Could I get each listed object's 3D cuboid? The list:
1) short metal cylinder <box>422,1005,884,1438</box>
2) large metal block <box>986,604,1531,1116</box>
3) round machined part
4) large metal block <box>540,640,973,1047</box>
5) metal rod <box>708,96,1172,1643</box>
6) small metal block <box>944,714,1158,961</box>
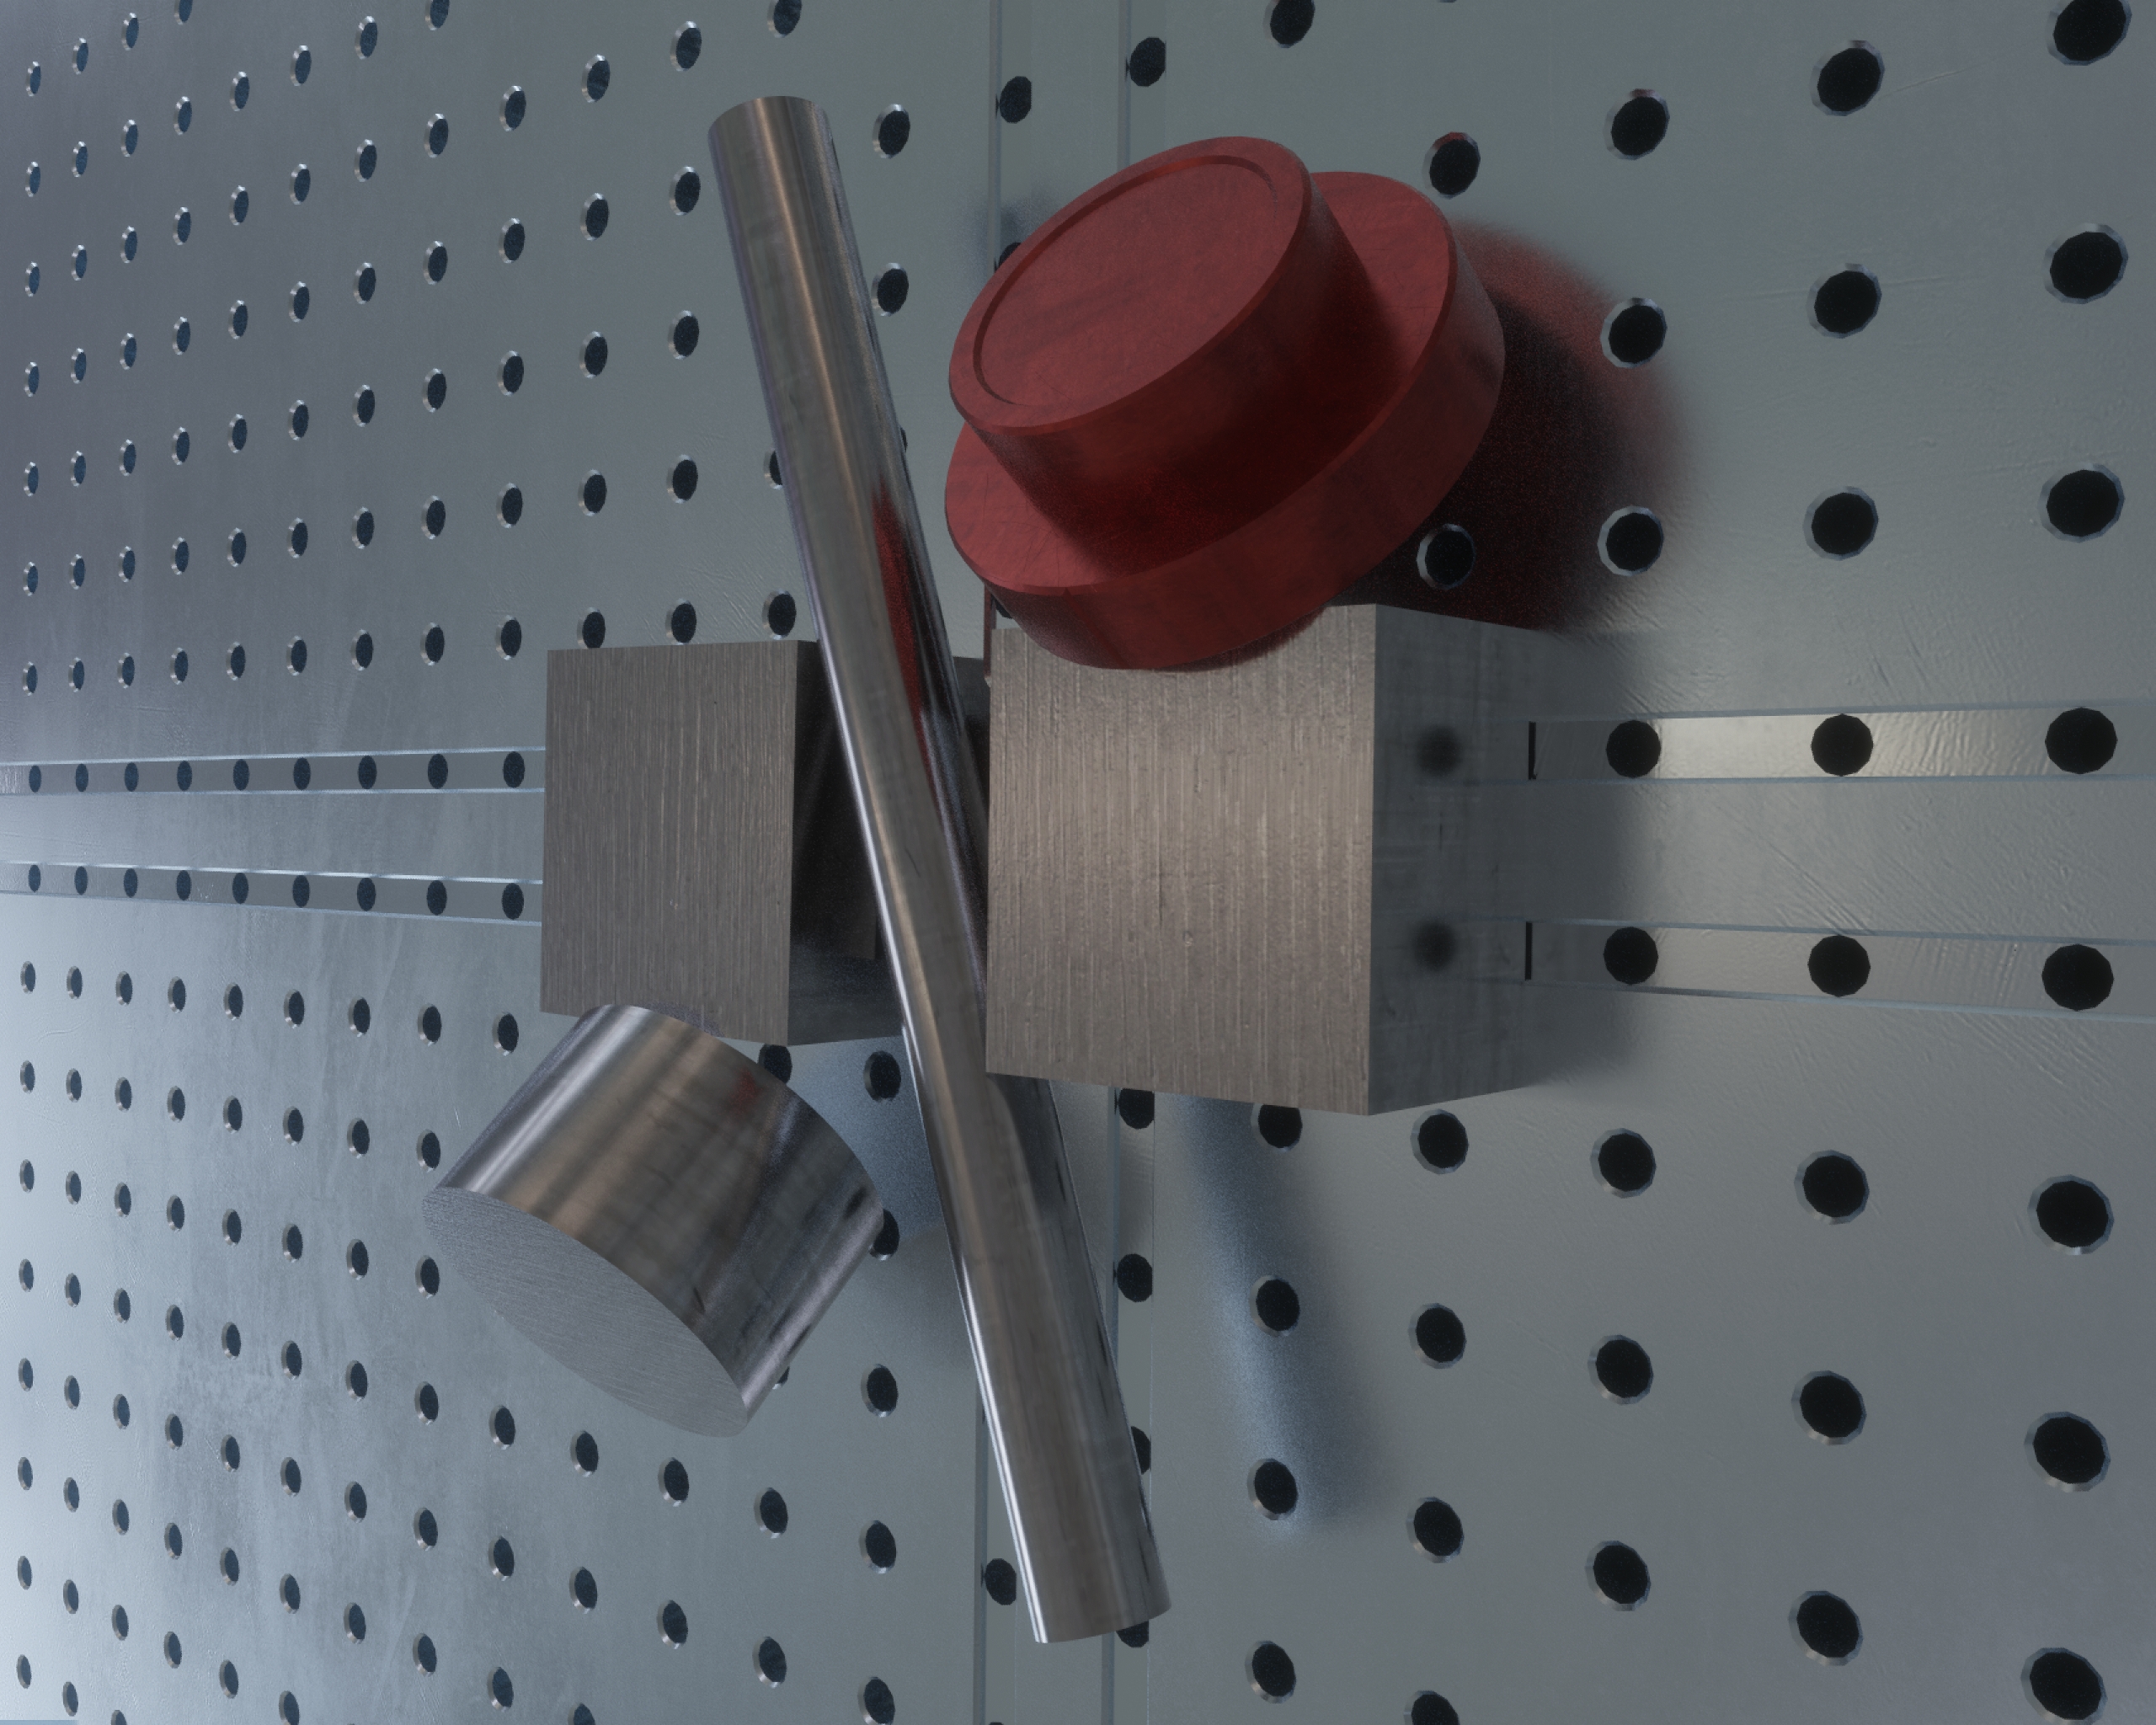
[{"bbox_3d":[-0.088,0.076,0.438,0.080,0.050,0.080,23,145,18],"label":"short metal cylinder"},{"bbox_3d":[0.031,-0.001,0.368,0.080,0.050,0.079,1,91,40],"label":"large metal block"},{"bbox_3d":[0.018,-0.083,0.352,0.098,0.042,0.098,-22,44,23],"label":"round machined part"},{"bbox_3d":[-0.070,-0.005,0.452,0.080,0.050,0.079,3,92,40],"label":"large metal block"},{"bbox_3d":[-0.029,-0.007,0.400,0.025,0.025,0.299,-22,76,38],"label":"metal rod"},{"bbox_3d":[-0.011,-0.004,0.420,0.050,0.025,0.050,1,91,40],"label":"small metal block"}]
